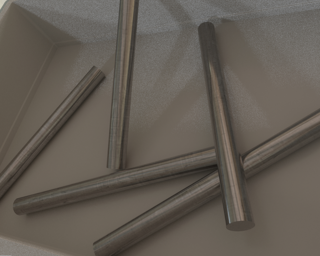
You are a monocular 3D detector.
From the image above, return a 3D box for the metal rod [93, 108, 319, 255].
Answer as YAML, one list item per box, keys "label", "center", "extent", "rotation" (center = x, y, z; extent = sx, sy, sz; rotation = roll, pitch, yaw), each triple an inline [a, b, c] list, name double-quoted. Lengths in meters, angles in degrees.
- label: "metal rod"
  center: [0.057, 0.062, 0.337]
  extent: [0.300, 0.025, 0.025]
  rotation: [-32, 52, 7]

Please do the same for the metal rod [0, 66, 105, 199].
- label: "metal rod"
  center: [-0.193, 0.021, 0.494]
  extent: [0.025, 0.025, 0.300]
  rotation: [31, 79, 38]

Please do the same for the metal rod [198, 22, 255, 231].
- label: "metal rod"
  center: [0.070, -0.030, 0.366]
  extent: [0.025, 0.025, 0.300]
  rotation: [-16, 48, 19]

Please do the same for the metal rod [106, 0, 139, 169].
- label: "metal rod"
  center: [-0.046, -0.096, 0.408]
  extent: [0.025, 0.025, 0.298]
  rotation: [4, 90, 30]

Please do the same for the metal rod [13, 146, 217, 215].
- label: "metal rod"
  center: [-0.063, 0.071, 0.395]
  extent: [0.301, 0.025, 0.025]
  rotation: [-17, 55, 18]
